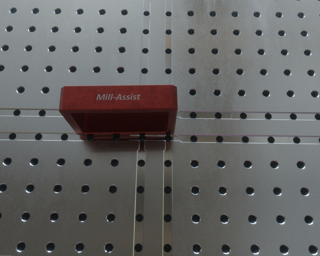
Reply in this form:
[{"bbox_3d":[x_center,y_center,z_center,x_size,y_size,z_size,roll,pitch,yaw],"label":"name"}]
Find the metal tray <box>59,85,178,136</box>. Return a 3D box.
[{"bbox_3d":[-0.046,-0.019,0.383,0.131,0.090,0.030,-1,70,-1],"label":"metal tray"}]
